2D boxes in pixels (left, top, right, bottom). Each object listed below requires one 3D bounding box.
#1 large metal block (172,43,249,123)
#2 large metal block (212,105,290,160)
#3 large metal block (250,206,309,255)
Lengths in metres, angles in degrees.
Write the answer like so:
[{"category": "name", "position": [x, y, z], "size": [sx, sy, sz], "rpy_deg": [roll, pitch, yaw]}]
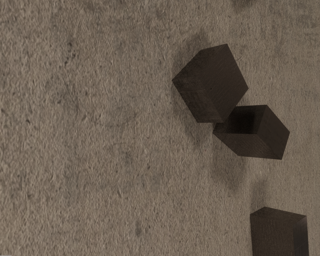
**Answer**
[{"category": "large metal block", "position": [0.076, -0.064, 0.454], "size": [0.080, 0.050, 0.080], "rpy_deg": [-49, 119, -29]}, {"category": "large metal block", "position": [0.146, 0.007, 0.494], "size": [0.080, 0.080, 0.050], "rpy_deg": [38, 67, -34]}, {"category": "large metal block", "position": [0.212, 0.193, 0.550], "size": [0.050, 0.080, 0.079], "rpy_deg": [-9, 96, -40]}]
